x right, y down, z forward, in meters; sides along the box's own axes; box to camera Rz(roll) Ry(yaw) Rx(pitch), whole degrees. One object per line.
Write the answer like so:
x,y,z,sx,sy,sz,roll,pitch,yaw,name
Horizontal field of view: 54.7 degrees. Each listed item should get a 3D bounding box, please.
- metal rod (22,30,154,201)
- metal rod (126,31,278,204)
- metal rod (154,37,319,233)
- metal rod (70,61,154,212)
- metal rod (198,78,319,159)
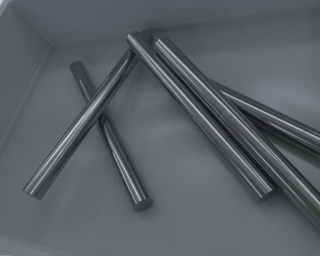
-0.088,-0.035,0.440,0.025,0.025,0.300,11,57,32,metal rod
0.034,-0.034,0.389,0.025,0.025,0.300,-38,57,3,metal rod
0.079,-0.013,0.349,0.025,0.025,0.300,-38,58,2,metal rod
-0.083,-0.009,0.452,0.025,0.025,0.300,-36,51,4,metal rod
0.113,-0.016,0.355,0.300,0.025,0.025,35,81,38,metal rod
